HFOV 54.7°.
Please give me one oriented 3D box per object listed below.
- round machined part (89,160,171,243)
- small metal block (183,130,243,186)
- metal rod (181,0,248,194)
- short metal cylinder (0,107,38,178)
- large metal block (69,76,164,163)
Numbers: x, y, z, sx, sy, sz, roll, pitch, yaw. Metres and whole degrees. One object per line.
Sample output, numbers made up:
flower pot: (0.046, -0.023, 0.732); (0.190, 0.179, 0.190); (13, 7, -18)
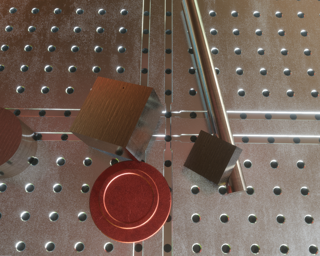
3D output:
round machined part: (-0.036, 0.086, 0.371); (0.099, 0.042, 0.098); (0, 70, -1)
small metal block: (0.065, 0.037, 0.382); (0.050, 0.025, 0.050); (27, 92, 33)
metal rod: (0.071, -0.059, 0.433); (0.025, 0.025, 0.299); (-9, 70, -4)
short metal cylinder: (-0.204, 0.019, 0.389); (0.081, 0.050, 0.080); (0, 70, 0)
large metal block: (-0.052, -0.012, 0.391); (0.080, 0.050, 0.080); (15, 70, 23)
